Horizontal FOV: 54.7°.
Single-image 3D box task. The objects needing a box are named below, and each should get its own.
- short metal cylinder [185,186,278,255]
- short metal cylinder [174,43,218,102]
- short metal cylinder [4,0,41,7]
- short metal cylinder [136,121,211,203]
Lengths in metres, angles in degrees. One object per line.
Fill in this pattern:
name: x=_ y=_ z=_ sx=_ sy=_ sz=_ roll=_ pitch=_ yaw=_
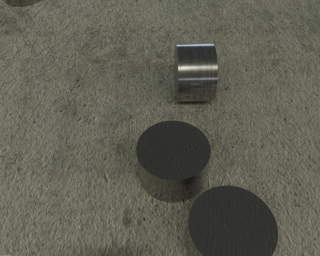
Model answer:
short metal cylinder: x=0.066 y=0.104 z=0.300 sx=0.080 sy=0.050 sz=0.080 roll=0 pitch=50 yaw=0
short metal cylinder: x=0.047 y=-0.077 z=0.432 sx=0.050 sy=0.080 sz=0.080 roll=-1 pitch=50 yaw=-1
short metal cylinder: x=-0.284 y=-0.290 z=0.629 sx=0.080 sy=0.050 sz=0.080 roll=0 pitch=50 yaw=0
short metal cylinder: x=0.015 y=0.038 z=0.355 sx=0.080 sy=0.050 sz=0.080 roll=0 pitch=50 yaw=0
